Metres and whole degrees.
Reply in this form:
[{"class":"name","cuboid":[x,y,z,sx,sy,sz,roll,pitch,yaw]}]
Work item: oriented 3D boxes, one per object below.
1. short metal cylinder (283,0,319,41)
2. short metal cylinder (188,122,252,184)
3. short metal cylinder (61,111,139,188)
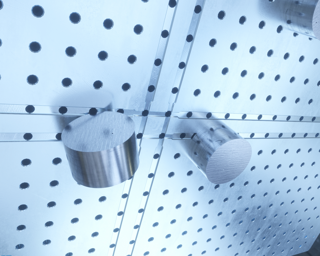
[{"class":"short metal cylinder","cuboid":[0.215,-0.162,0.415,0.081,0.050,0.079,-14,125,-21]},{"class":"short metal cylinder","cuboid":[0.091,0.038,0.470,0.081,0.050,0.079,-14,125,-21]},{"class":"short metal cylinder","cuboid":[-0.066,0.023,0.355,0.081,0.080,0.050,-17,125,-19]}]
